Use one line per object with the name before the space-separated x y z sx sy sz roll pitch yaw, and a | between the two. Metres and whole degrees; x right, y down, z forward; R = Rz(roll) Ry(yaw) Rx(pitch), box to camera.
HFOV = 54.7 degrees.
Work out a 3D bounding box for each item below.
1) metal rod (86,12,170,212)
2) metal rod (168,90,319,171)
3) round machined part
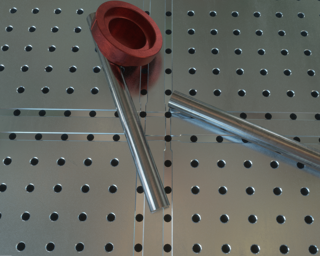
metal rod | -0.049 -0.035 0.423 0.025 0.025 0.299 -18 71 -7
metal rod | 0.153 0.019 0.406 0.301 0.025 0.025 24 72 8
round machined part | -0.049 -0.126 0.433 0.099 0.042 0.098 16 55 -25
